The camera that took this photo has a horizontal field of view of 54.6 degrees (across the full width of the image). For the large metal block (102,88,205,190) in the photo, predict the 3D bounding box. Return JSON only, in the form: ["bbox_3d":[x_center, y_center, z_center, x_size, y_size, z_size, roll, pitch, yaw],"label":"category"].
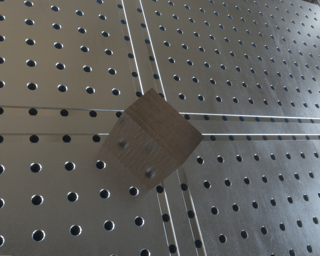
[{"bbox_3d":[-0.010,0.015,0.358,0.080,0.080,0.050,43,51,1],"label":"large metal block"}]
